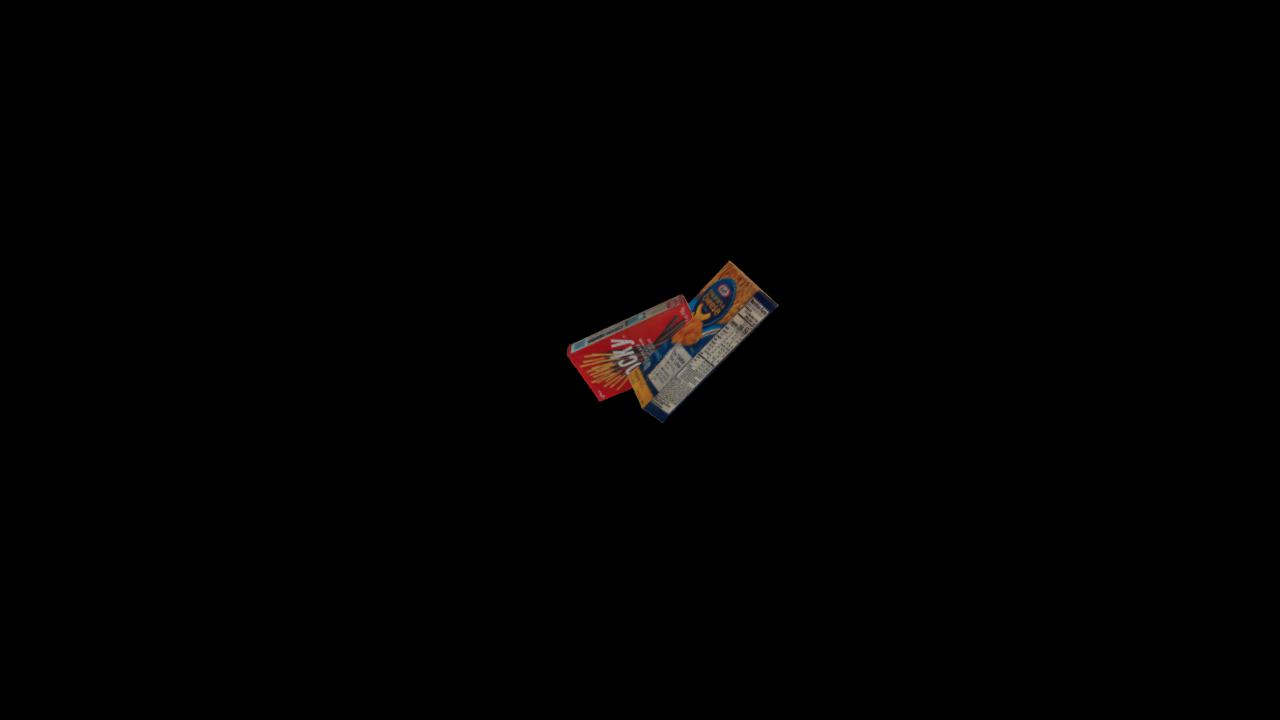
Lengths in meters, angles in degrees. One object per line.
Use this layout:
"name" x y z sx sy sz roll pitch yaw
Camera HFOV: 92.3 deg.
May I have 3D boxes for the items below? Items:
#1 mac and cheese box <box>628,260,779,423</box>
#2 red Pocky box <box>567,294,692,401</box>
"mac and cheese box" 0.065 -0.022 0.705 0.041 0.184 0.093 37 14 -28
"red Pocky box" -0.001 -0.012 0.735 0.155 0.083 0.028 -24 35 13
